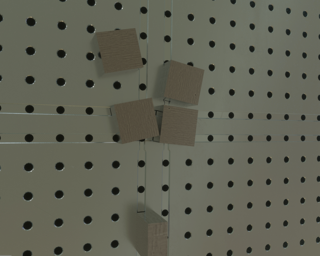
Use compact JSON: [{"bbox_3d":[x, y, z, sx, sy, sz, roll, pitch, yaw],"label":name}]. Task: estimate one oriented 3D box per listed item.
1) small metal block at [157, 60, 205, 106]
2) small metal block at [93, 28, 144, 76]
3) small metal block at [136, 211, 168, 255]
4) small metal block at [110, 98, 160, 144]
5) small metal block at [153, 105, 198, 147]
[{"bbox_3d":[0.029,-0.060,0.424,0.050,0.025,0.050,12,86,-20],"label":"small metal block"},{"bbox_3d":[-0.053,-0.096,0.394,0.050,0.025,0.050,-13,95,-20],"label":"small metal block"},{"bbox_3d":[-0.011,0.139,0.396,0.025,0.050,0.050,1,90,-20],"label":"small metal block"},{"bbox_3d":[-0.033,-0.010,0.401,0.050,0.025,0.050,-13,95,-20],"label":"small metal block"},{"bbox_3d":[0.021,-0.003,0.422,0.050,0.025,0.050,7,88,-20],"label":"small metal block"}]
